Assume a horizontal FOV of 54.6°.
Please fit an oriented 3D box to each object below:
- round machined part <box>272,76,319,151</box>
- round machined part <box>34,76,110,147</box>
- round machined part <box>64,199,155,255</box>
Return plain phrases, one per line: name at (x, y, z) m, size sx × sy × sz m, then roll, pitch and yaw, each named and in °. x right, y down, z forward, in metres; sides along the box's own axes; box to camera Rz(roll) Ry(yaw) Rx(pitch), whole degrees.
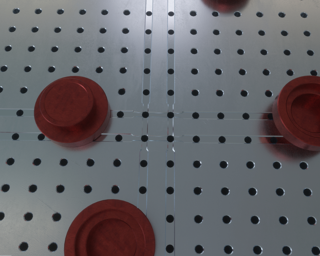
round machined part at (0.198, -0.016, 0.410) m, size 0.099 × 0.042 × 0.098 m, roll 0°, pitch 70°, yaw 0°
round machined part at (-0.119, -0.027, 0.412) m, size 0.099 × 0.042 × 0.098 m, roll 0°, pitch 70°, yaw 0°
round machined part at (-0.054, 0.133, 0.354) m, size 0.099 × 0.042 × 0.098 m, roll 0°, pitch 70°, yaw 0°
